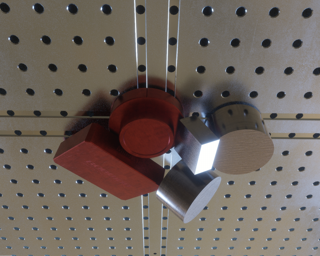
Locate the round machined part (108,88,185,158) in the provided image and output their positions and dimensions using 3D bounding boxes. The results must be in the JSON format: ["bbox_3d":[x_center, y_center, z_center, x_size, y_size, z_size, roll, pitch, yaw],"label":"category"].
[{"bbox_3d":[-0.016,0.001,0.395,0.099,0.042,0.097,0,130,0],"label":"round machined part"}]

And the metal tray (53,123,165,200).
[{"bbox_3d":[-0.069,0.053,0.433,0.130,0.030,0.090,37,136,-28],"label":"metal tray"}]

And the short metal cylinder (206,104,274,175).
[{"bbox_3d":[0.101,0.016,0.405,0.081,0.050,0.079,0,130,0],"label":"short metal cylinder"}]

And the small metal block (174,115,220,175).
[{"bbox_3d":[0.044,0.020,0.384,0.025,0.050,0.050,-15,134,-25],"label":"small metal block"}]

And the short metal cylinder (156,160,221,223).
[{"bbox_3d":[0.041,0.086,0.436,0.050,0.081,0.079,37,135,26],"label":"short metal cylinder"}]
